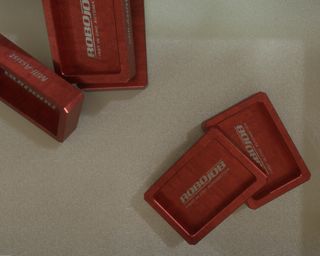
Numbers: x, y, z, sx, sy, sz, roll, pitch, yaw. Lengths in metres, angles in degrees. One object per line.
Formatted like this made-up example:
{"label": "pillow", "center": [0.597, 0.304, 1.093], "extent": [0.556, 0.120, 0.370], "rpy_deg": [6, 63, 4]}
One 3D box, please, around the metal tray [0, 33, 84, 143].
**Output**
{"label": "metal tray", "center": [-0.159, -0.046, 0.376], "extent": [0.130, 0.090, 0.030], "rpy_deg": [36, 56, -1]}

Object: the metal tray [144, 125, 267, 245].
{"label": "metal tray", "center": [0.055, 0.072, 0.389], "extent": [0.090, 0.030, 0.130], "rpy_deg": [45, 105, 4]}

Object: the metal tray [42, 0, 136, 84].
{"label": "metal tray", "center": [-0.079, -0.117, 0.349], "extent": [0.090, 0.030, 0.129], "rpy_deg": [1, 111, 11]}

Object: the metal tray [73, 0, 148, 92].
{"label": "metal tray", "center": [-0.064, -0.115, 0.408], "extent": [0.091, 0.030, 0.129], "rpy_deg": [-3, 90, -1]}

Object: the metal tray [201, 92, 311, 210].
{"label": "metal tray", "center": [0.125, 0.029, 0.410], "extent": [0.090, 0.030, 0.130], "rpy_deg": [-29, 90, -1]}
